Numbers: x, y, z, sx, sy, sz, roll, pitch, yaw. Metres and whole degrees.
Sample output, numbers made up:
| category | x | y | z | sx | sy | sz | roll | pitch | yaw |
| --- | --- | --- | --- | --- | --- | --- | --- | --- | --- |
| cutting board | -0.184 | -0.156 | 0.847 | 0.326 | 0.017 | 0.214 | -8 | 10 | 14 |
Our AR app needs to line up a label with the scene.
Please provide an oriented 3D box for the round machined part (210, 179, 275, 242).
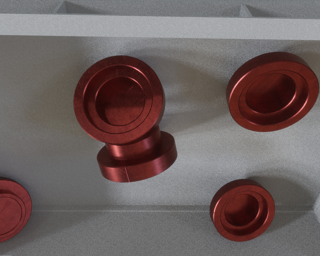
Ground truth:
| category | x | y | z | sx | sy | sz | roll | pitch | yaw |
| --- | --- | --- | --- | --- | --- | --- | --- | --- | --- |
| round machined part | 0.126 | 0.125 | 0.490 | 0.099 | 0.042 | 0.097 | -2 | 105 | -8 |

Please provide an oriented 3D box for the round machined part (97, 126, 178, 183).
| category | x | y | z | sx | sy | sz | roll | pitch | yaw |
| --- | --- | --- | --- | --- | --- | --- | --- | --- | --- |
| round machined part | -0.031 | 0.023 | 0.384 | 0.098 | 0.098 | 0.042 | -10 | 112 | 7 |

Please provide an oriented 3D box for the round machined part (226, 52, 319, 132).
| category | x | y | z | sx | sy | sz | roll | pitch | yaw |
| --- | --- | --- | --- | --- | --- | --- | --- | --- | --- |
| round machined part | 0.127 | -0.045 | 0.362 | 0.099 | 0.042 | 0.097 | -1 | 130 | 0 |

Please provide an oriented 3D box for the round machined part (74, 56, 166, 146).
| category | x | y | z | sx | sy | sz | roll | pitch | yaw |
| --- | --- | --- | --- | --- | --- | --- | --- | --- | --- |
| round machined part | -0.042 | -0.028 | 0.350 | 0.098 | 0.097 | 0.042 | -9 | 170 | 6 |

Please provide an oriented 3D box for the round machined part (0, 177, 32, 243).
| category | x | y | z | sx | sy | sz | roll | pitch | yaw |
| --- | --- | --- | --- | --- | --- | --- | --- | --- | --- |
| round machined part | -0.242 | 0.126 | 0.463 | 0.042 | 0.098 | 0.098 | 7 | 147 | 51 |
